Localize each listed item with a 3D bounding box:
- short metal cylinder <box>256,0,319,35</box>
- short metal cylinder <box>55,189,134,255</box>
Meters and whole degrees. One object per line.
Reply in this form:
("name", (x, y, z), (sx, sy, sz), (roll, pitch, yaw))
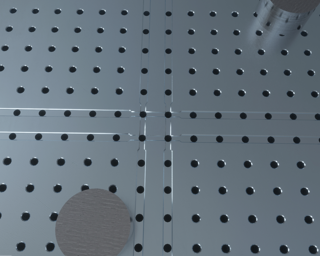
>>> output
("short metal cylinder", (0.193, -0.190, 0.470), (0.081, 0.050, 0.080), (0, 70, 0))
("short metal cylinder", (-0.072, 0.114, 0.356), (0.081, 0.050, 0.080), (0, 70, 0))
